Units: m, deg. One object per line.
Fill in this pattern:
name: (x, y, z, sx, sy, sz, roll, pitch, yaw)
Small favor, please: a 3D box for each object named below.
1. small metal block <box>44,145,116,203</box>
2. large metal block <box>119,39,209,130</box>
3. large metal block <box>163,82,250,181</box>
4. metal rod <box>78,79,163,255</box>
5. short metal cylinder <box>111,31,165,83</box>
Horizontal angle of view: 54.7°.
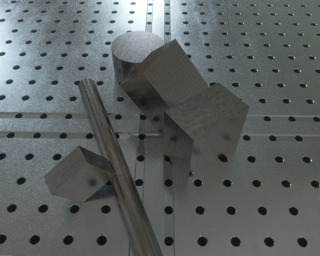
small metal block: (-0.085, 0.051, 0.335, 0.050, 0.050, 0.025, -41, 56, 6)
large metal block: (0.008, -0.057, 0.411, 0.050, 0.080, 0.080, -14, 32, 49)
large metal block: (0.051, 0.005, 0.369, 0.081, 0.080, 0.050, -29, 56, -23)
metal rod: (-0.053, 0.043, 0.370, 0.025, 0.025, 0.300, -17, 52, -14)
short metal cylinder: (-0.032, -0.107, 0.481, 0.081, 0.050, 0.080, 0, 50, 0)
